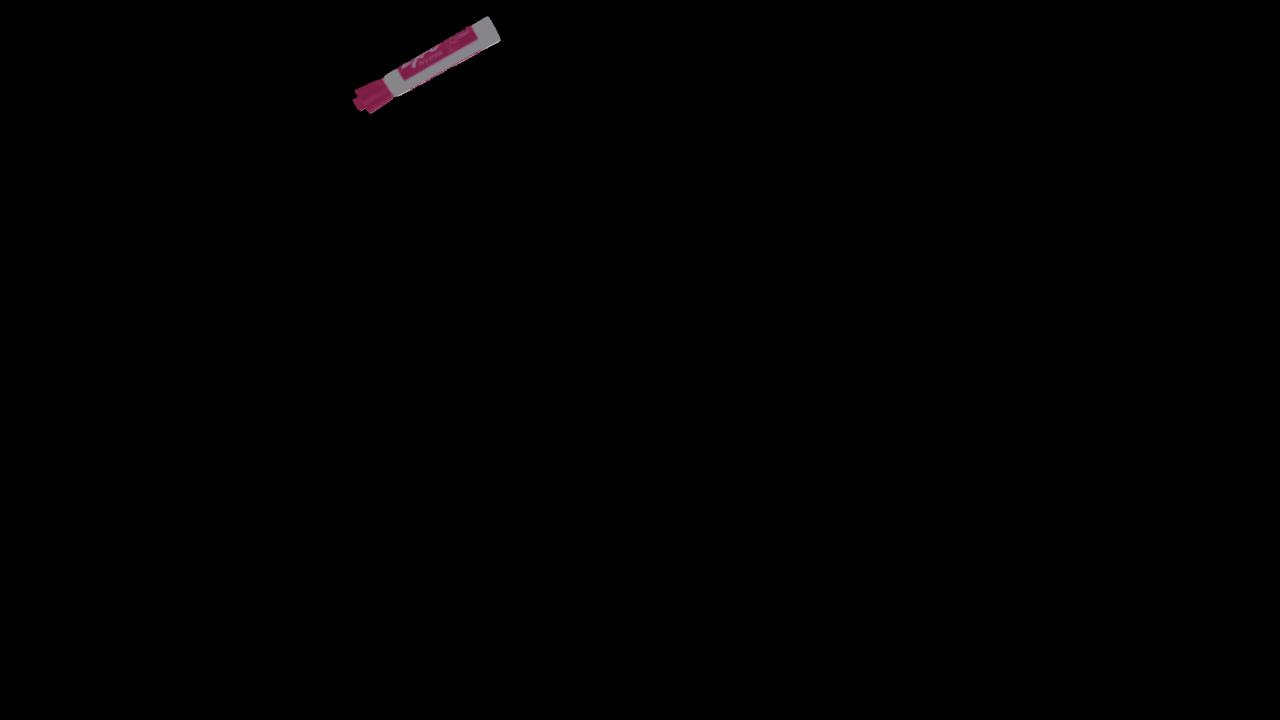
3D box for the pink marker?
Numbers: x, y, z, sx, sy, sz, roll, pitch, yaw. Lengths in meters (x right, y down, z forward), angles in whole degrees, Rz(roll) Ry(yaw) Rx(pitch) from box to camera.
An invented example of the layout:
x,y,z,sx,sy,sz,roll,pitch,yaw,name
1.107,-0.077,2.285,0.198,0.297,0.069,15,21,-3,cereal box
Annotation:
x,y,z,sx,sy,sz,roll,pitch,yaw,name
-0.163,-0.223,0.467,0.121,0.020,0.020,-30,1,-1,pink marker
